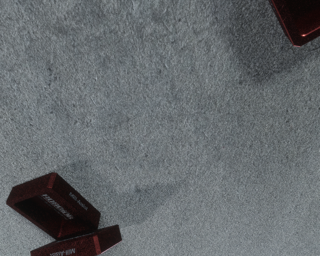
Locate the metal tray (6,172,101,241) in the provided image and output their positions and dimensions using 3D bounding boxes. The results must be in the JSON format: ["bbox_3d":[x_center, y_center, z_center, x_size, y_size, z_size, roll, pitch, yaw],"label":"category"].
[{"bbox_3d":[-0.173,0.135,0.516,0.090,0.030,0.130,-21,127,17],"label":"metal tray"}]

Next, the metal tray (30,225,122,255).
[{"bbox_3d":[-0.144,0.207,0.544,0.130,0.030,0.090,-18,170,14],"label":"metal tray"}]

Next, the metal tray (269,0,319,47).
[{"bbox_3d":[0.137,-0.149,0.277,0.090,0.030,0.130,-29,125,22],"label":"metal tray"}]
